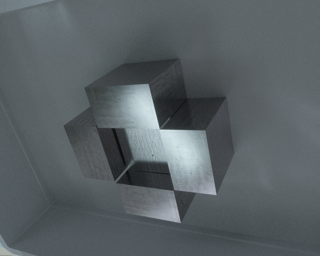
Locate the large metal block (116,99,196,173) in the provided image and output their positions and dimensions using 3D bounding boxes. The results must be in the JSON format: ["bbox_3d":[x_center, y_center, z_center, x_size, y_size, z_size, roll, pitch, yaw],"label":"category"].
[{"bbox_3d":[-0.005,0.010,0.398,0.080,0.050,0.080,1,119,28],"label":"large metal block"}]

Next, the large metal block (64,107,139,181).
[{"bbox_3d":[-0.071,0.013,0.418,0.050,0.080,0.080,1,119,28],"label":"large metal block"}]

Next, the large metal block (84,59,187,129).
[{"bbox_3d":[-0.024,-0.040,0.359,0.080,0.080,0.050,1,119,28],"label":"large metal block"}]

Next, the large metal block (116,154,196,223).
[{"bbox_3d":[0.002,0.074,0.416,0.080,0.080,0.050,2,119,27],"label":"large metal block"}]

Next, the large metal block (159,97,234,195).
[{"bbox_3d":[0.047,0.018,0.358,0.050,0.080,0.080,1,119,28],"label":"large metal block"}]
